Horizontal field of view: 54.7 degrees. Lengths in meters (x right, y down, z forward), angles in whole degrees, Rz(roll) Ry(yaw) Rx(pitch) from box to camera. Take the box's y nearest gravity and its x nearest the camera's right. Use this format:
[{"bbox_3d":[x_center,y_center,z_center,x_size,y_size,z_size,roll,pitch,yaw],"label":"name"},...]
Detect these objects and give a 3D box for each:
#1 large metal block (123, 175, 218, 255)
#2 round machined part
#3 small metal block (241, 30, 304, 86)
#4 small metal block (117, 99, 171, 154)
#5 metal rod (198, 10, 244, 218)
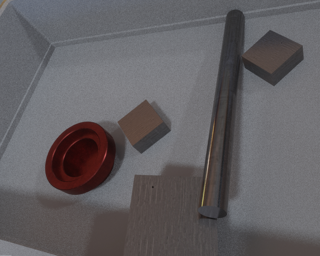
[{"bbox_3d":[0.013,0.094,0.303,0.080,0.050,0.080,1,54,6],"label":"large metal block"},{"bbox_3d":[-0.102,0.043,0.420,0.098,0.042,0.098,-13,56,20],"label":"round machined part"},{"bbox_3d":[0.140,-0.088,0.386,0.050,0.025,0.050,-42,51,-1],"label":"small metal block"},{"bbox_3d":[-0.022,-0.002,0.417,0.050,0.025,0.050,-38,51,2],"label":"small metal block"},{"bbox_3d":[0.077,-0.043,0.357,0.025,0.025,0.300,-5,49,25],"label":"metal rod"}]
